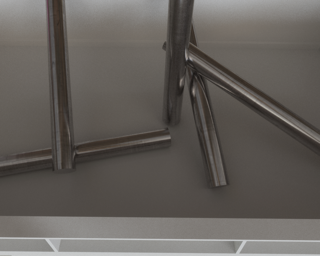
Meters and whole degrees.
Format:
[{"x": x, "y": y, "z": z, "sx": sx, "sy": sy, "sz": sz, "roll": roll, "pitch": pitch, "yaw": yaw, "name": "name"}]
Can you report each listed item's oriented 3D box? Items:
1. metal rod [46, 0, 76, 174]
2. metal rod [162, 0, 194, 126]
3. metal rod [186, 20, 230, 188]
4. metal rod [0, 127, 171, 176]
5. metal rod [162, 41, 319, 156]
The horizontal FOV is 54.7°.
[{"x": -0.129, "y": -0.091, "z": 0.392, "sx": 0.025, "sy": 0.025, "sz": 0.299, "roll": -7, "pitch": 71, "yaw": -6, "name": "metal rod"}, {"x": 0.021, "y": -0.115, "z": 0.315, "sx": 0.025, "sy": 0.298, "sz": 0.025, "roll": 1, "pitch": 46, "yaw": -1, "name": "metal rod"}, {"x": 0.044, "y": -0.074, "z": 0.397, "sx": 0.025, "sy": 0.025, "sz": 0.299, "roll": -7, "pitch": 73, "yaw": -7, "name": "metal rod"}, {"x": -0.136, "y": 0.036, "z": 0.372, "sx": 0.302, "sy": 0.025, "sz": 0.025, "roll": -9, "pitch": 51, "yaw": -9, "name": "metal rod"}, {"x": 0.133, "y": -0.020, "z": 0.364, "sx": 0.301, "sy": 0.025, "sz": 0.025, "roll": 35, "pitch": 56, "yaw": 4, "name": "metal rod"}]
